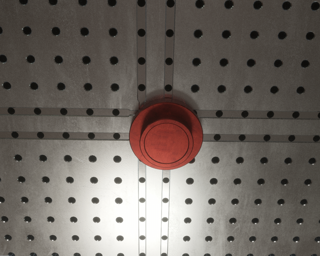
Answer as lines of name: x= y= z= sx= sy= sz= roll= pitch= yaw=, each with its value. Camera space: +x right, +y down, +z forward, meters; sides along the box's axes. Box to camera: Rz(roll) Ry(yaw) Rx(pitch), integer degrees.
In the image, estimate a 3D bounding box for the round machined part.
round machined part: x=0.008 y=0.013 z=0.409 sx=0.099 sy=0.042 sz=0.097 roll=0 pitch=110 yaw=-1
